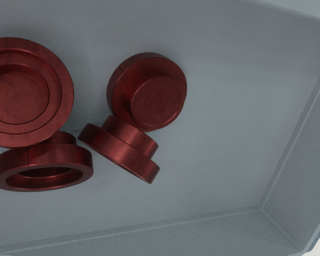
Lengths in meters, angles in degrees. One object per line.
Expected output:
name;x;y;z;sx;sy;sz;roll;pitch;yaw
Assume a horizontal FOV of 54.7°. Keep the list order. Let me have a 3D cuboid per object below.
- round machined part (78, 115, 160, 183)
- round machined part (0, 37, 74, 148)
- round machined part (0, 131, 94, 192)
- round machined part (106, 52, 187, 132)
round machined part;-0.041;0.021;0.356;0.098;0.098;0.042;42;75;-39
round machined part;-0.133;-0.030;0.287;0.099;0.042;0.097;4;80;-23
round machined part;-0.123;0.034;0.332;0.099;0.042;0.098;-10;157;-4
round machined part;-0.010;-0.037;0.369;0.099;0.042;0.097;-14;124;-21
